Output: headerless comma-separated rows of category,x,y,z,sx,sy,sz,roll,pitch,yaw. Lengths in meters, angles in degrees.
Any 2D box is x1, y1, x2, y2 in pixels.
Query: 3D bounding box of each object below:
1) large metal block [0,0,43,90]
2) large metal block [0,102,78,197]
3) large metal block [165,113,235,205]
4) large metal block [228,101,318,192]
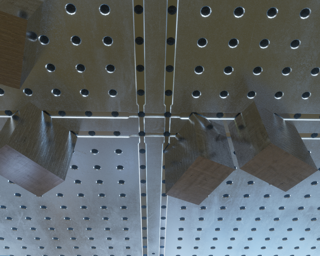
large metal block,-0.171,-0.096,0.311,0.081,0.050,0.079,16,128,-14
large metal block,-0.161,0.027,0.396,0.050,0.080,0.080,-32,123,24
large metal block,0.048,0.041,0.412,0.050,0.080,0.080,22,127,-18
large metal block,0.141,0.023,0.398,0.080,0.080,0.050,27,125,-22
